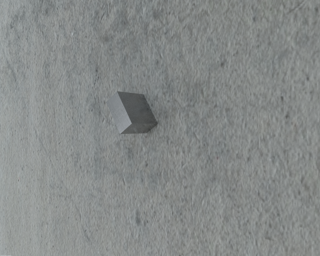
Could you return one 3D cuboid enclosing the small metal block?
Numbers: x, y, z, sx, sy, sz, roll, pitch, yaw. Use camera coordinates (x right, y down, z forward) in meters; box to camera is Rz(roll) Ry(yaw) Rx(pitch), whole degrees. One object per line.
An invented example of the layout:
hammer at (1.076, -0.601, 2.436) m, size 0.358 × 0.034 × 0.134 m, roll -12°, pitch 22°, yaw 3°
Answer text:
small metal block at (-0.037, -0.020, 0.417) m, size 0.025 × 0.050 × 0.050 m, roll -40°, pitch 66°, yaw 33°
